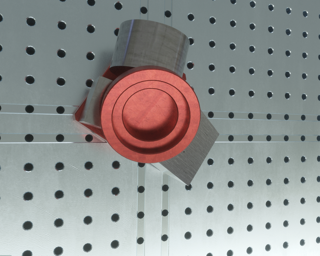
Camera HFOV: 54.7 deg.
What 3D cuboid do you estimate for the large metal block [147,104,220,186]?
[{"bbox_3d":[0.020,0.015,0.389,0.080,0.050,0.080,-58,138,-11],"label":"large metal block"}]

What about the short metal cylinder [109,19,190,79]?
[{"bbox_3d":[-0.011,-0.080,0.348,0.081,0.080,0.050,14,85,-20],"label":"short metal cylinder"}]

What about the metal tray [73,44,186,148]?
[{"bbox_3d":[-0.037,-0.040,0.398,0.090,0.030,0.130,36,78,-17],"label":"metal tray"}]

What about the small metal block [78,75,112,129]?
[{"bbox_3d":[-0.067,-0.026,0.342,0.025,0.050,0.050,21,83,-19],"label":"small metal block"}]

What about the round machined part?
[{"bbox_3d":[-0.011,-0.016,0.321,0.099,0.042,0.097,-3,110,-8],"label":"round machined part"}]
